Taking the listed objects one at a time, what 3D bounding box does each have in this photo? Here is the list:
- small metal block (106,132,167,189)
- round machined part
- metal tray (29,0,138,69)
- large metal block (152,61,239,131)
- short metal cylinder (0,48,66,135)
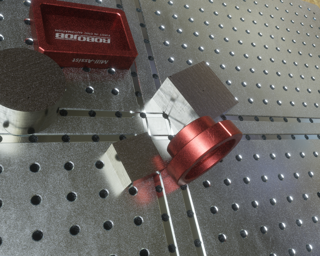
[{"bbox_3d":[-0.028,0.038,0.370,0.050,0.025,0.050,-18,72,-35],"label":"small metal block"},{"bbox_3d":[0.048,0.023,0.374,0.099,0.097,0.042,-22,64,-36],"label":"round machined part"},{"bbox_3d":[-0.104,-0.128,0.426,0.131,0.030,0.090,-4,64,-30],"label":"metal tray"},{"bbox_3d":[0.051,-0.040,0.444,0.081,0.050,0.080,-31,79,-38],"label":"large metal block"},{"bbox_3d":[-0.148,-0.039,0.336,0.081,0.050,0.080,14,56,-21],"label":"short metal cylinder"}]
